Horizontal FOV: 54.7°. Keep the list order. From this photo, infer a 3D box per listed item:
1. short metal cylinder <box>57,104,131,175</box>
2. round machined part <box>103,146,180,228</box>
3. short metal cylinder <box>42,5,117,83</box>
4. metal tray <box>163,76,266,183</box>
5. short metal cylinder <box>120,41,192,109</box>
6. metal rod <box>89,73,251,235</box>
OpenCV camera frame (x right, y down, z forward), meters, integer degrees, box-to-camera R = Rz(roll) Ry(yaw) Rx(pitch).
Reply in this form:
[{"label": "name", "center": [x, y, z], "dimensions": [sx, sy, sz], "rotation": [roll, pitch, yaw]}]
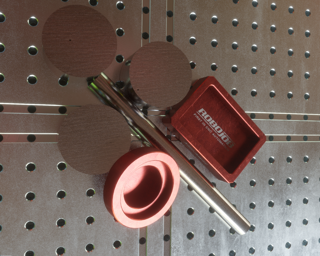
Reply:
[{"label": "short metal cylinder", "center": [-0.080, 0.012, 0.369], "dimensions": [0.081, 0.050, 0.080], "rotation": [0, 90, -20]}, {"label": "round machined part", "center": [-0.026, 0.069, 0.383], "dimensions": [0.099, 0.042, 0.097], "rotation": [-14, 113, -35]}, {"label": "short metal cylinder", "center": [-0.095, -0.096, 0.364], "dimensions": [0.081, 0.050, 0.080], "rotation": [0, 90, -20]}, {"label": "metal tray", "center": [0.079, 0.003, 0.438], "dimensions": [0.130, 0.030, 0.090], "rotation": [45, 77, -15]}, {"label": "short metal cylinder", "center": [-0.006, -0.065, 0.396], "dimensions": [0.081, 0.050, 0.080], "rotation": [0, 90, -20]}, {"label": "metal rod", "center": [0.022, 0.043, 0.421], "dimensions": [0.300, 0.025, 0.025], "rotation": [46, 76, -14]}]
